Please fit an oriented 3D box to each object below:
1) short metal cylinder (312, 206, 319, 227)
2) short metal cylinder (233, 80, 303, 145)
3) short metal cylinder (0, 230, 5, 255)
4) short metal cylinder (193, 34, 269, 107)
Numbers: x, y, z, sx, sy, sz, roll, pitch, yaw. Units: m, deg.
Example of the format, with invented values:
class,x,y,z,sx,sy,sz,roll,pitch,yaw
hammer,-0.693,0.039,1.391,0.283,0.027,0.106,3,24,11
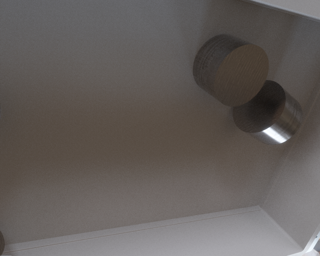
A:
class,x,y,z,sx,sy,sz,roll,pitch,yaw
short metal cylinder,0.428,0.221,0.765,0.081,0.050,0.079,-14,124,-21
short metal cylinder,0.153,-0.022,0.443,0.050,0.080,0.080,27,104,-37
short metal cylinder,-0.222,0.136,0.336,0.080,0.080,0.050,31,101,-38
short metal cylinder,0.090,-0.074,0.395,0.081,0.050,0.079,-14,124,-21
